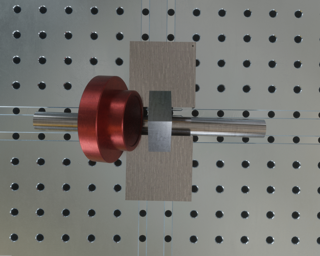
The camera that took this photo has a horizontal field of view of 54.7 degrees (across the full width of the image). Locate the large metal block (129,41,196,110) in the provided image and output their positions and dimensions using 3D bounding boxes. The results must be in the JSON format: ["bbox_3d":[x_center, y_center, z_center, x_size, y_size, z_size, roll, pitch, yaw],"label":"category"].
[{"bbox_3d":[0.003,-0.065,0.401,0.081,0.050,0.079,1,90,0],"label":"large metal block"}]

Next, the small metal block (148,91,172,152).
[{"bbox_3d":[0.000,-0.008,0.357,0.025,0.050,0.050,1,46,0],"label":"small metal block"}]

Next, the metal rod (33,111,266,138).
[{"bbox_3d":[-0.013,-0.004,0.413,0.302,0.025,0.025,2,90,0],"label":"metal rod"}]

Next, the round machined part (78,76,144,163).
[{"bbox_3d":[-0.049,-0.009,0.347,0.042,0.098,0.097,4,90,14],"label":"round machined part"}]

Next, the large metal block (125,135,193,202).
[{"bbox_3d":[-0.001,0.049,0.401,0.081,0.050,0.079,1,90,0],"label":"large metal block"}]
